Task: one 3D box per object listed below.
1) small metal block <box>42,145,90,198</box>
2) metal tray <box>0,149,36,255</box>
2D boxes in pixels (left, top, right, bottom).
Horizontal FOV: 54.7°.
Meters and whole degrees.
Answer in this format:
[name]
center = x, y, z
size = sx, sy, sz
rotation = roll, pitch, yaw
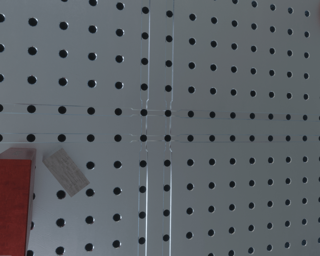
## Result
[small metal block]
center = -0.110, 0.048, 0.359
size = 0.025, 0.050, 0.050
rotation = -38, 102, -16
[metal tray]
center = -0.143, 0.069, 0.304
size = 0.030, 0.130, 0.089
rotation = 4, 89, -20
